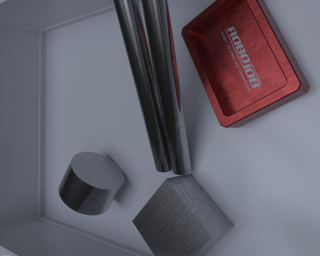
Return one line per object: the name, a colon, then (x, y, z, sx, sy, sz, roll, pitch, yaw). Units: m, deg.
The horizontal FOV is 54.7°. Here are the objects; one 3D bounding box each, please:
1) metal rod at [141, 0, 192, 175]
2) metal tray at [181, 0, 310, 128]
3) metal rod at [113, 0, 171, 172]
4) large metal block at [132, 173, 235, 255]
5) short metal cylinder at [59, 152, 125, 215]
metal rod: (0.003, -0.079, 0.317, 0.025, 0.025, 0.298, 14, 126, 39)
metal tray: (0.085, -0.076, 0.332, 0.090, 0.030, 0.130, -32, 71, 35)
metal rod: (-0.023, -0.080, 0.337, 0.025, 0.025, 0.298, 10, 124, 39)
large metal block: (0.025, 0.113, 0.368, 0.080, 0.050, 0.080, 50, 119, 28)
short metal cylinder: (-0.099, 0.079, 0.450, 0.080, 0.081, 0.050, 44, 116, 31)
